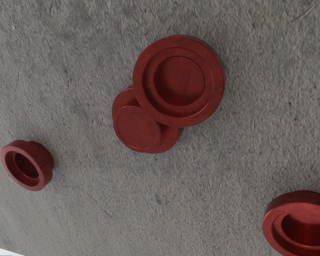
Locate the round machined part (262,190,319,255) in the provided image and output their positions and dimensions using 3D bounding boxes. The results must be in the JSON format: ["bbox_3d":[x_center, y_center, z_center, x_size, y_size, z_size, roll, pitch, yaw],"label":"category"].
[{"bbox_3d":[0.178,0.114,0.373,0.098,0.042,0.097,13,124,21],"label":"round machined part"}]

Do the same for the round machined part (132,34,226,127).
[{"bbox_3d":[0.023,-0.053,0.342,0.098,0.042,0.097,6,113,15],"label":"round machined part"}]

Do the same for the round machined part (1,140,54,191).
[{"bbox_3d":[-0.232,0.062,0.557,0.098,0.042,0.097,13,124,21],"label":"round machined part"}]

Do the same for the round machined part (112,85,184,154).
[{"bbox_3d":[-0.021,-0.007,0.403,0.098,0.042,0.097,13,124,21],"label":"round machined part"}]
